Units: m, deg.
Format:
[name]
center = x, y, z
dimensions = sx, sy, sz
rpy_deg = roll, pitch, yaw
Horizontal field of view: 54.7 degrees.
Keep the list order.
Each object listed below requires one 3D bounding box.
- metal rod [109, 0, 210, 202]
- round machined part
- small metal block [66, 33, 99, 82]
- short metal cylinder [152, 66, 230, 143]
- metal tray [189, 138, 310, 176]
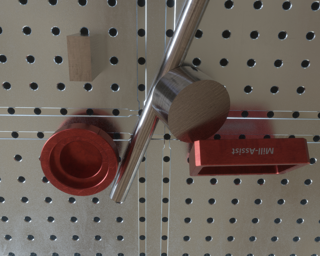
[metal rod]
center = -0.006, -0.030, 0.402
dimensions = 0.025, 0.025, 0.298
rpy_deg = 21, 109, -8
[round machined part]
center = -0.104, 0.039, 0.417
dimensions = 0.099, 0.042, 0.097
rpy_deg = 0, 110, -1
[small metal block]
center = -0.090, -0.085, 0.368
dimensions = 0.025, 0.050, 0.050
rpy_deg = 1, 110, -1
[short metal cylinder]
center = 0.037, -0.029, 0.375
dimensions = 0.081, 0.050, 0.079
rpy_deg = -11, 121, -19
[metal tray]
center = 0.106, 0.039, 0.395
dimensions = 0.131, 0.090, 0.030
rpy_deg = -1, 73, 0
